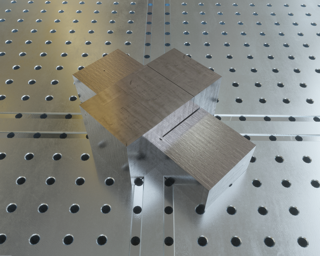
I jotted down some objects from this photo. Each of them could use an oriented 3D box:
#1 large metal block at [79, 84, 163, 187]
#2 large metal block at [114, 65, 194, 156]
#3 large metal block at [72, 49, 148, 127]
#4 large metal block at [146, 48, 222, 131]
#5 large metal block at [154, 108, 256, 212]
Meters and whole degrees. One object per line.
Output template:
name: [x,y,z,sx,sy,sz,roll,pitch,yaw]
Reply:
large metal block: [-0.043,0.009,0.365,0.050,0.080,0.080,-37,60,-27]
large metal block: [-0.008,-0.019,0.388,0.050,0.080,0.080,-37,60,-27]
large metal block: [-0.061,-0.056,0.435,0.080,0.050,0.080,37,60,26]
large metal block: [0.029,-0.045,0.411,0.050,0.080,0.080,-37,60,-27]
large metal block: [0.050,0.034,0.363,0.080,0.050,0.080,-37,60,-26]
